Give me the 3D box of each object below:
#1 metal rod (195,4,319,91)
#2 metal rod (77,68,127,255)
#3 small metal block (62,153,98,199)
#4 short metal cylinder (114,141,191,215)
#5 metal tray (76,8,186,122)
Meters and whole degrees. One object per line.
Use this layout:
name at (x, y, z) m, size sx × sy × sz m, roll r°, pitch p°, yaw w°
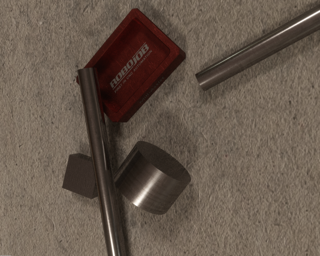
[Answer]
metal rod at (0.178, -0.124, 0.346) m, size 0.300 × 0.025 × 0.025 m, roll -28°, pitch 81°, yaw 17°
metal rod at (-0.073, 0.071, 0.414) m, size 0.025 × 0.025 × 0.298 m, roll -7°, pitch 95°, yaw 19°
small metal block at (-0.107, 0.068, 0.445) m, size 0.050 × 0.025 × 0.050 m, roll 16°, pitch 95°, yaw 19°
short metal cylinder at (-0.009, 0.060, 0.382) m, size 0.080 × 0.080 × 0.050 m, roll 38°, pitch 102°, yaw 15°
metal tray at (-0.041, -0.081, 0.419) m, size 0.130 × 0.030 × 0.090 m, roll -46°, pitch 76°, yaw 13°
